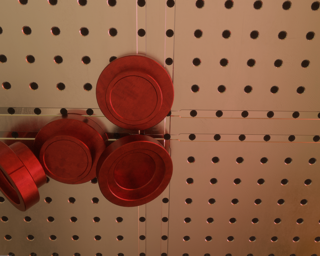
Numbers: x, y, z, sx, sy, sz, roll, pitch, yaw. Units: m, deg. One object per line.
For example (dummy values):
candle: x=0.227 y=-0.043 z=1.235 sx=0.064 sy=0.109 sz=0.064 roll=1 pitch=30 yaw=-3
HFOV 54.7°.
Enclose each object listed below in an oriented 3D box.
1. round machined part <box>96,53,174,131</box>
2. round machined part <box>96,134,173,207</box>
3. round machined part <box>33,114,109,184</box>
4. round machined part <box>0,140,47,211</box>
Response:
round machined part: x=-0.031 y=-0.042 z=0.389 sx=0.099 sy=0.042 sz=0.097 roll=0 pitch=110 yaw=-1
round machined part: x=-0.036 y=0.053 z=0.413 sx=0.099 sy=0.042 sz=0.097 roll=-8 pitch=115 yaw=-18
round machined part: x=-0.121 y=0.034 z=0.415 sx=0.099 sy=0.042 sz=0.097 roll=0 pitch=110 yaw=-1
round machined part: x=-0.187 y=0.057 z=0.405 sx=0.098 sy=0.042 sz=0.097 roll=26 pitch=135 yaw=30
